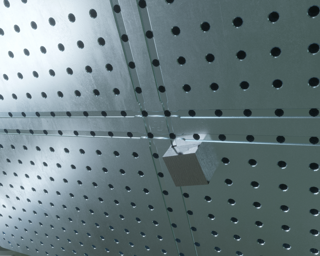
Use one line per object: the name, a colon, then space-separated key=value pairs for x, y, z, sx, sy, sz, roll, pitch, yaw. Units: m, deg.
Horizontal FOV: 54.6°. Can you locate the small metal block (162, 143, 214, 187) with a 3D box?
small metal block: x=0.039 y=0.051 z=0.423 sx=0.050 sy=0.025 sz=0.050 roll=-11 pitch=113 yaw=33
